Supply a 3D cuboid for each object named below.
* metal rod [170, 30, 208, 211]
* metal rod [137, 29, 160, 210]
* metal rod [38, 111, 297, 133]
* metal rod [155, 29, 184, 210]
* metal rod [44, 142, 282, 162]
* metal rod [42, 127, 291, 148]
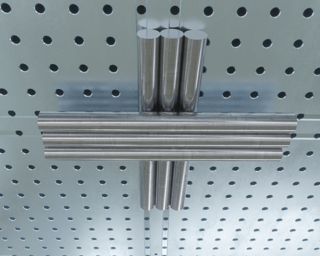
[{"bbox_3d":[0.033,0.015,0.424,0.025,0.025,0.298,1,130,-1],"label":"metal rod"},{"bbox_3d":[-0.017,0.014,0.423,0.025,0.025,0.298,1,130,-1],"label":"metal rod"},{"bbox_3d":[0.009,-0.007,0.372,0.302,0.025,0.025,0,130,-1],"label":"metal rod"},{"bbox_3d":[0.008,0.014,0.423,0.025,0.025,0.298,1,130,-1],"label":"metal rod"},{"bbox_3d":[0.005,0.031,0.405,0.302,0.025,0.025,0,130,-1],"label":"metal rod"},{"bbox_3d":[0.009,0.012,0.389,0.302,0.025,0.025,0,130,-1],"label":"metal rod"}]
